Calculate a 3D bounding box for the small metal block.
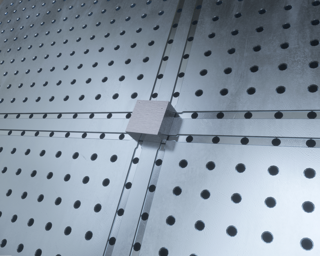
[{"bbox_3d":[-0.012,-0.010,0.419,0.050,0.025,0.050,5,64,30],"label":"small metal block"}]
